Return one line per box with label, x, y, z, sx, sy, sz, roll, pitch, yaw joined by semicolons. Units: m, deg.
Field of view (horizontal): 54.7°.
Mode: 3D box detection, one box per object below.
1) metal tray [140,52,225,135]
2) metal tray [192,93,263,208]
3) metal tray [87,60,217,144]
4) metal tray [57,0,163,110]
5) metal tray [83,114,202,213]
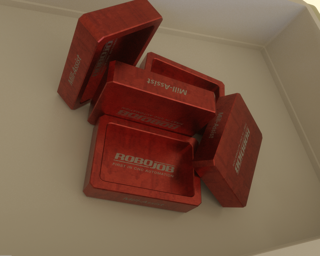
metal tray;0.031;-0.047;0.447;0.131;0.030;0.090;19;54;-17
metal tray;0.095;0.027;0.411;0.090;0.030;0.130;53;46;-28
metal tray;-0.011;-0.024;0.370;0.131;0.090;0.030;15;56;-21
metal tray;-0.060;-0.080;0.353;0.091;0.129;0.030;-34;82;-38
metal tray;-0.016;0.043;0.365;0.131;0.030;0.090;15;56;-20
